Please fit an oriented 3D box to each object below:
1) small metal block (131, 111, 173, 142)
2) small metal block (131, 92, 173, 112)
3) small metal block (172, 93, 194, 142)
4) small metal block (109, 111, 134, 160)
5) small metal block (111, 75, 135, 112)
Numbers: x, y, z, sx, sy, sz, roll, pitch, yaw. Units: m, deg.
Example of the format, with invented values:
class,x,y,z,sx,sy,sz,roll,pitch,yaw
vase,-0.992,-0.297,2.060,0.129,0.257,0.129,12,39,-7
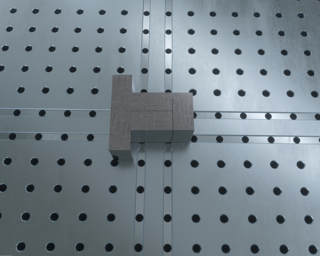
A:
class,x,y,z,sx,sy,sz,roll,pitch,yaw
small metal block,-0.010,-0.001,0.398,0.050,0.050,0.025,0,70,-1
small metal block,-0.010,-0.024,0.406,0.050,0.050,0.025,0,70,-1
small metal block,0.028,-0.013,0.403,0.025,0.050,0.050,0,70,0
small metal block,-0.048,0.011,0.393,0.025,0.050,0.050,0,70,0
small metal block,-0.048,-0.036,0.410,0.025,0.050,0.050,0,70,0
